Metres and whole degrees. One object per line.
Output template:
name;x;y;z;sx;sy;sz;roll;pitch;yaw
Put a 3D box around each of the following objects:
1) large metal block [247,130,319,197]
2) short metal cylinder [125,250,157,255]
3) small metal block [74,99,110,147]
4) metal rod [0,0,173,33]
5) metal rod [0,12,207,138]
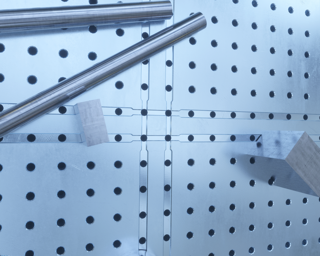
large metal block;0.191;0.049;0.454;0.080;0.080;0.050;44;76;-15
short metal cylinder;-0.022;0.204;0.392;0.081;0.050;0.079;0;90;-20
small metal block;-0.083;-0.006;0.369;0.025;0.050;0.050;-14;95;-20
metal rod;-0.128;-0.130;0.365;0.302;0.025;0.025;-12;94;-20
metal rod;-0.065;-0.074;0.388;0.302;0.025;0.025;-32;101;-17
